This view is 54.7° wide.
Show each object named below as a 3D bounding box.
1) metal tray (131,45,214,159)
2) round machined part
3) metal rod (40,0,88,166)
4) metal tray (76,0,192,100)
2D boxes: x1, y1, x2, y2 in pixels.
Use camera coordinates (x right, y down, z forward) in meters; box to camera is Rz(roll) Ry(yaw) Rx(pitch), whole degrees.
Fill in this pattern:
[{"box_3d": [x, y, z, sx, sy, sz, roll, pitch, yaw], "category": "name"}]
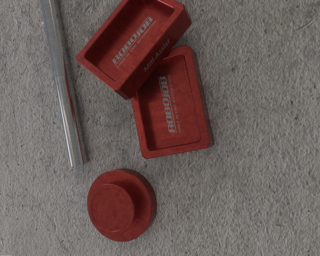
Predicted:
[{"box_3d": [0.012, -0.031, 0.402, 0.090, 0.030, 0.129, -12, 86, 19], "category": "metal tray"}, {"box_3d": [-0.057, 0.106, 0.420, 0.098, 0.042, 0.097, 0, 90, 20], "category": "round machined part"}, {"box_3d": [-0.147, -0.092, 0.460, 0.025, 0.025, 0.298, -13, 86, 19], "category": "metal rod"}, {"box_3d": [-0.034, -0.111, 0.392, 0.090, 0.030, 0.130, 39, 89, 29], "category": "metal tray"}]
